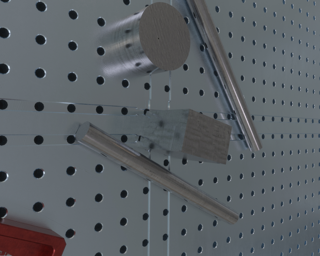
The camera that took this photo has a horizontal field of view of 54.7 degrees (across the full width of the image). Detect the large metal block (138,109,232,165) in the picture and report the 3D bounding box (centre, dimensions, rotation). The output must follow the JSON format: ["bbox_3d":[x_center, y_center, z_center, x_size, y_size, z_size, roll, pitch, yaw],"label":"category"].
[{"bbox_3d":[0.033,0.012,0.401,0.080,0.080,0.050,19,78,-39],"label":"large metal block"}]

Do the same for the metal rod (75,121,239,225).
[{"bbox_3d":[0.017,0.075,0.423,0.301,0.025,0.025,35,68,-34],"label":"metal rod"}]

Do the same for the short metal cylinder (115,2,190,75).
[{"bbox_3d":[-0.008,-0.108,0.385,0.081,0.050,0.079,0,90,-40],"label":"short metal cylinder"}]

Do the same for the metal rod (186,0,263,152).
[{"bbox_3d":[0.105,-0.088,0.497,0.025,0.025,0.299,-43,116,-32],"label":"metal rod"}]

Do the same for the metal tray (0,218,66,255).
[{"bbox_3d":[-0.154,0.151,0.277,0.090,0.030,0.130,32,70,-36],"label":"metal tray"}]
